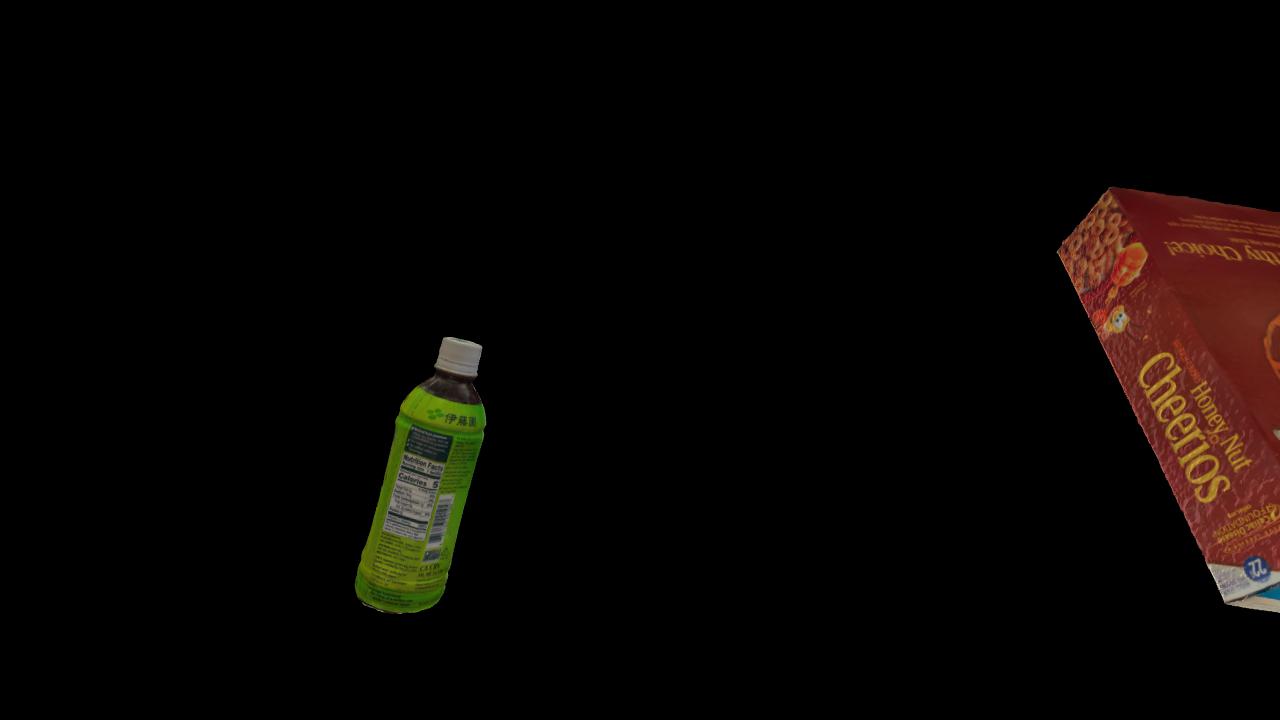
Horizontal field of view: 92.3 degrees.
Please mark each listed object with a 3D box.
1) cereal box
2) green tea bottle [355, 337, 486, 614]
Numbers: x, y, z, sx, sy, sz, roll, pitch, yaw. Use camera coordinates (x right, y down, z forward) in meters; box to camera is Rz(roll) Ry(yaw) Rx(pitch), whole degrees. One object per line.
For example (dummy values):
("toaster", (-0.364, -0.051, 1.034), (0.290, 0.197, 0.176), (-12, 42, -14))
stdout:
("cereal box", (0.439, 0.017, 0.408), (0.203, 0.306, 0.081), (8, -38, 0))
("green tea bottle", (-0.164, 0.087, 0.484), (0.073, 0.212, 0.073), (17, 5, -1))
